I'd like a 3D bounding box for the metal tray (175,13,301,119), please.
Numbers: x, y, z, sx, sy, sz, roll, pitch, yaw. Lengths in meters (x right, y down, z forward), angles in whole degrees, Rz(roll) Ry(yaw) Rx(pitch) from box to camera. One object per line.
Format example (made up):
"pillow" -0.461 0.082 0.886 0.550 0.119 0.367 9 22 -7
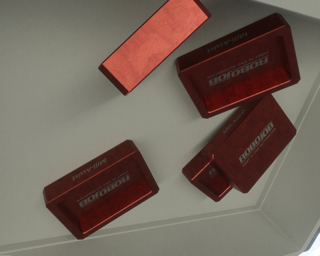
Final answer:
"metal tray" 0.096 -0.070 0.380 0.130 0.030 0.090 -22 135 15

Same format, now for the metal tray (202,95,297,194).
"metal tray" 0.136 0.021 0.462 0.130 0.030 0.090 -47 113 -10

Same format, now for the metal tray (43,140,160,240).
"metal tray" -0.075 0.084 0.417 0.131 0.030 0.090 -30 129 -9

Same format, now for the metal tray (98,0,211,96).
"metal tray" -0.008 -0.074 0.292 0.090 0.130 0.030 -43 99 3

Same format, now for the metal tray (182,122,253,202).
"metal tray" 0.110 0.051 0.499 0.130 0.030 0.090 -45 130 3
